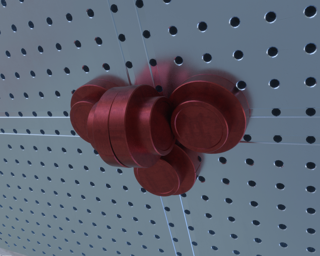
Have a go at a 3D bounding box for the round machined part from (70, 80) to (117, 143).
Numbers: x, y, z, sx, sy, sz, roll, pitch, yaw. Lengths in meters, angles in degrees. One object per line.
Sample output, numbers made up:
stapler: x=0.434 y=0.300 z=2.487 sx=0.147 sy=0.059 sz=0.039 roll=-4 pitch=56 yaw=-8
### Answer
round machined part: x=-0.086 y=-0.015 z=0.434 sx=0.098 sy=0.042 sz=0.097 roll=13 pitch=124 yaw=20

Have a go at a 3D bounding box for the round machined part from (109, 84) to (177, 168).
round machined part: x=-0.013 y=-0.002 z=0.361 sx=0.042 sy=0.098 sz=0.097 roll=-1 pitch=118 yaw=28

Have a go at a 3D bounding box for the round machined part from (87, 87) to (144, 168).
round machined part: x=-0.052 y=-0.001 z=0.381 sx=0.042 sy=0.098 sz=0.097 roll=1 pitch=119 yaw=27

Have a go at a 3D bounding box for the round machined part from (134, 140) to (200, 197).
round machined part: x=0.003 y=0.056 z=0.432 sx=0.098 sy=0.042 sz=0.097 roll=13 pitch=124 yaw=20

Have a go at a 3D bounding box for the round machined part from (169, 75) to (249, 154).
round machined part: x=0.051 y=-0.010 z=0.365 sx=0.098 sy=0.042 sz=0.097 roll=13 pitch=124 yaw=20
